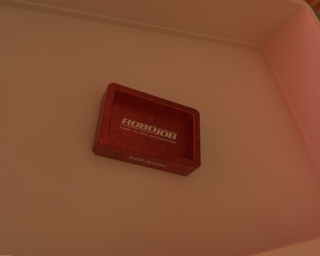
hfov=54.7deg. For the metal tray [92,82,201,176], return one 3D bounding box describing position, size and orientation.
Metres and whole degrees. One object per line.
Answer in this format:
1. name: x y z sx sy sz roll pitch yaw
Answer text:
1. metal tray: -0.012 0.003 0.395 0.131 0.030 0.090 16 55 -19
